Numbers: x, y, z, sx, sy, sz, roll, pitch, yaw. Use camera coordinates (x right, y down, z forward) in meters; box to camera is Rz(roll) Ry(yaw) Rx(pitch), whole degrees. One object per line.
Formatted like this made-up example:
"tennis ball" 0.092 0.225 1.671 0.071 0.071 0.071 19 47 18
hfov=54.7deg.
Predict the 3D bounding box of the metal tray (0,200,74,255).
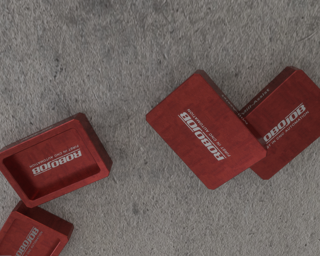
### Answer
"metal tray" -0.203 0.182 0.472 0.090 0.030 0.129 32 107 -11

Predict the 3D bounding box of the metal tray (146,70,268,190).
"metal tray" 0.058 0.004 0.388 0.090 0.030 0.130 -40 96 24

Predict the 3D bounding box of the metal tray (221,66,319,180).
"metal tray" 0.155 -0.004 0.407 0.090 0.030 0.130 41 105 -14

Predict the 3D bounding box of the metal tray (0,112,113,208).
"metal tray" -0.143 0.045 0.422 0.130 0.030 0.090 -24 109 8
